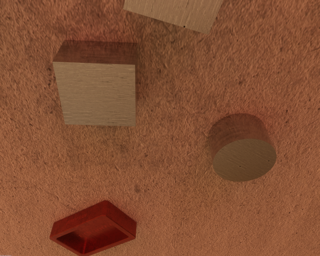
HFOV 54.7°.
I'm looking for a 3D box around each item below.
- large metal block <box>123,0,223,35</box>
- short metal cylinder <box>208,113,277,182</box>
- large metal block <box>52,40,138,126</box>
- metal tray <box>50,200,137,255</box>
[{"bbox_3d":[0.018,-0.140,0.272,0.081,0.050,0.079,13,129,-11],"label":"large metal block"},{"bbox_3d":[0.108,0.027,0.415,0.081,0.050,0.079,0,130,0],"label":"short metal cylinder"},{"bbox_3d":[-0.066,-0.049,0.348,0.081,0.050,0.079,2,130,-2],"label":"large metal block"},{"bbox_3d":[-0.120,0.186,0.560,0.130,0.030,0.090,-27,125,21],"label":"metal tray"}]
